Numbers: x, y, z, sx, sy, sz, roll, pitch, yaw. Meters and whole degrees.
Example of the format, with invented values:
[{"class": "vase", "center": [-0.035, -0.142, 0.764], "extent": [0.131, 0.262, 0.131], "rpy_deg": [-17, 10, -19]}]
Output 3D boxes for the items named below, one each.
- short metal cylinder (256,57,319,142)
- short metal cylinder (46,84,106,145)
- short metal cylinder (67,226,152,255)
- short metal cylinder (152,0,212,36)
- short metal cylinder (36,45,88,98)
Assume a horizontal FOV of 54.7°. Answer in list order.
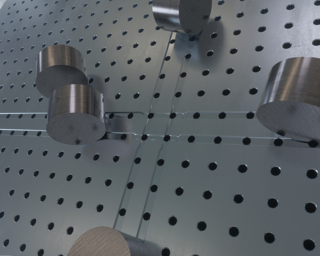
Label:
[{"class": "short metal cylinder", "center": [0.145, -0.027, 0.313], "extent": [0.080, 0.080, 0.050], "rpy_deg": [11, 68, 33]}, {"class": "short metal cylinder", "center": [-0.120, -0.017, 0.446], "extent": [0.080, 0.080, 0.050], "rpy_deg": [-20, 54, 16]}, {"class": "short metal cylinder", "center": [-0.054, 0.150, 0.328], "extent": [0.080, 0.050, 0.080], "rpy_deg": [-13, 56, 21]}, {"class": "short metal cylinder", "center": [0.035, -0.185, 0.468], "extent": [0.050, 0.080, 0.080], "rpy_deg": [24, 75, 36]}, {"class": "short metal cylinder", "center": [-0.163, -0.090, 0.514], "extent": [0.080, 0.080, 0.050], "rpy_deg": [-25, 53, 13]}]
